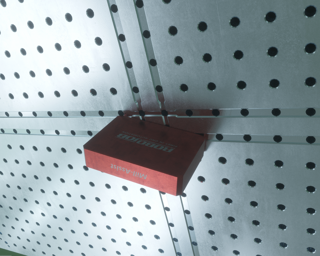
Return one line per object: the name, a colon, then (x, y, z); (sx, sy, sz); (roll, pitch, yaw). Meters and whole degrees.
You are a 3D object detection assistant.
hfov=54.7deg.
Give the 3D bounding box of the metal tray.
metal tray: (-0.018, 0.029, 0.395); (0.130, 0.090, 0.030); (14, 124, 19)
